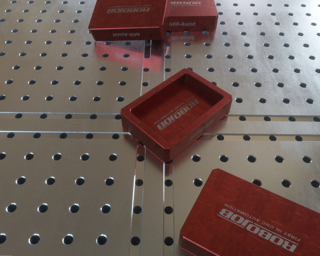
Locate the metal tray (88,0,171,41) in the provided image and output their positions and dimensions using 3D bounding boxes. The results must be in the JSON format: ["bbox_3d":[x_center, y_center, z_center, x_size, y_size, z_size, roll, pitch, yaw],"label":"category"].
[{"bbox_3d":[-0.051,-0.198,0.545,0.131,0.030,0.090,2,63,12],"label":"metal tray"}]

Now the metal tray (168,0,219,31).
[{"bbox_3d":[0.039,-0.224,0.593,0.131,0.030,0.090,-1,50,-2],"label":"metal tray"}]

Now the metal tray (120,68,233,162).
[{"bbox_3d":[0.024,-0.023,0.423,0.131,0.030,0.090,-37,59,-27],"label":"metal tray"}]

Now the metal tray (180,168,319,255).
[{"bbox_3d":[0.097,0.107,0.316,0.130,0.030,0.090,23,54,18],"label":"metal tray"}]
